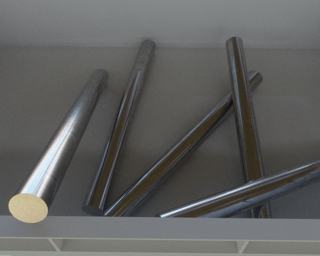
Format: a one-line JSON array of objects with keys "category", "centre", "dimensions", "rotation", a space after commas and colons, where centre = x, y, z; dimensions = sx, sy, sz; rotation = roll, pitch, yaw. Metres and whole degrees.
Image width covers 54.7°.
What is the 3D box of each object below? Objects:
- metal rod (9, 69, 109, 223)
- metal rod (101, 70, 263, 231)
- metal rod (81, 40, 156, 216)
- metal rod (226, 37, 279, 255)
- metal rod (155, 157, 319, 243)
[{"category": "metal rod", "centre": [-0.088, -0.013, 0.338], "dimensions": [0.025, 0.025, 0.300], "rotation": [-1, 26, -1]}, {"category": "metal rod", "centre": [0.046, 0.011, 0.395], "dimensions": [0.025, 0.025, 0.302], "rotation": [33, 57, 25]}, {"category": "metal rod", "centre": [-0.045, -0.025, 0.425], "dimensions": [0.025, 0.025, 0.300], "rotation": [8, 50, 6]}, {"category": "metal rod", "centre": [0.107, -0.002, 0.384], "dimensions": [0.025, 0.025, 0.300], "rotation": [1, 57, 1]}, {"category": "metal rod", "centre": [0.136, 0.055, 0.325], "dimensions": [0.303, 0.025, 0.025], "rotation": [-13, 51, -24]}]
